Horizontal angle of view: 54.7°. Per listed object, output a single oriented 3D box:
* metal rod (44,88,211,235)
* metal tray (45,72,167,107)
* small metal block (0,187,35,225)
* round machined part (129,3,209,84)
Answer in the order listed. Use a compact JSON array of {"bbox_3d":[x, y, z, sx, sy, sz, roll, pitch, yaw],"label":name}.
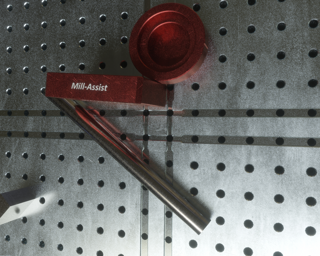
[{"bbox_3d":[-0.055,0.034,0.431,0.300,0.025,0.025,40,103,15],"label":"metal rod"},{"bbox_3d":[-0.067,-0.048,0.401,0.130,0.090,0.030,6,93,20],"label":"metal tray"},{"bbox_3d":[-0.234,0.123,0.482,0.050,0.050,0.025,-47,76,14],"label":"small metal block"},{"bbox_3d":[0.014,-0.104,0.396,0.098,0.042,0.097,-2,85,20],"label":"round machined part"}]
